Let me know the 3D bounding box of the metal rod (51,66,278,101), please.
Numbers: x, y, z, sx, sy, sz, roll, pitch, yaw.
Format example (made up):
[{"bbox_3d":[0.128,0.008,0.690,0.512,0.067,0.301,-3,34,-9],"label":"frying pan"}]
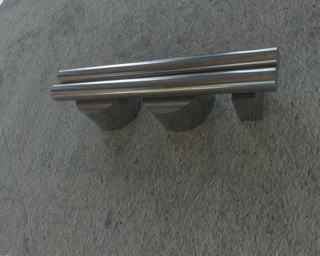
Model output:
[{"bbox_3d":[-0.016,-0.050,0.379,0.300,0.025,0.025,0,62,28],"label":"metal rod"}]

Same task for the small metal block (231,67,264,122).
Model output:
[{"bbox_3d":[0.104,-0.041,0.361,0.025,0.050,0.050,-1,61,27],"label":"small metal block"}]

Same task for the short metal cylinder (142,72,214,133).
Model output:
[{"bbox_3d":[0.023,-0.041,0.402,0.080,0.050,0.080,-13,56,21],"label":"short metal cylinder"}]

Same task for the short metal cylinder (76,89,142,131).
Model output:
[{"bbox_3d":[-0.074,-0.042,0.453,0.080,0.050,0.080,-13,56,21],"label":"short metal cylinder"}]

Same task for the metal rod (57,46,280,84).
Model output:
[{"bbox_3d":[-0.011,-0.073,0.390,0.300,0.025,0.025,0,62,28],"label":"metal rod"}]
